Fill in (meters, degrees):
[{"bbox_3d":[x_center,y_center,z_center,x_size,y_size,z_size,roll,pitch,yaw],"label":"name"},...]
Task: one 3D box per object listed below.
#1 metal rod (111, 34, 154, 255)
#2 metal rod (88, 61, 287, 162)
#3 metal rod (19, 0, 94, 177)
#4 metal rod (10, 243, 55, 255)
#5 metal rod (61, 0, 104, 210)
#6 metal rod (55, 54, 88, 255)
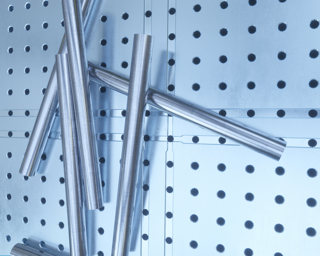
[{"bbox_3d":[-0.038,0.032,0.408,0.025,0.025,0.298,11,100,20],"label":"metal rod"},{"bbox_3d":[0.013,-0.031,0.408,0.300,0.025,0.025,24,98,18],"label":"metal rod"},{"bbox_3d":[-0.155,-0.068,0.468,0.025,0.025,0.299,23,98,18],"label":"metal rod"},{"bbox_3d":[-0.089,0.222,0.444,0.301,0.025,0.025,11,94,19],"label":"metal rod"},{"bbox_3d":[-0.107,-0.035,0.430,0.025,0.025,0.298,-3,97,20],"label":"metal rod"},{"bbox_3d":[-0.127,0.046,0.446,0.025,0.025,0.298,-2,93,20],"label":"metal rod"}]
